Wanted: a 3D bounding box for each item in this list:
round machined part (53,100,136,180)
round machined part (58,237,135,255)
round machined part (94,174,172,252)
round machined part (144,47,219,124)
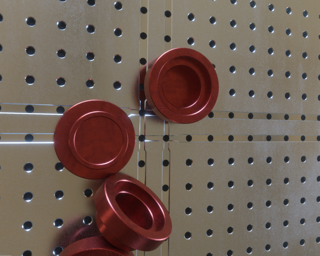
[{"bbox_3d":[-0.077,0.014,0.376,0.099,0.042,0.097,0,90,-20],"label":"round machined part"},{"bbox_3d":[-0.076,0.169,0.366,0.099,0.042,0.097,-3,108,-8],"label":"round machined part"},{"bbox_3d":[-0.037,0.105,0.368,0.098,0.098,0.042,35,107,-17],"label":"round machined part"},{"bbox_3d":[0.025,-0.054,0.414,0.099,0.042,0.097,0,90,-21],"label":"round machined part"}]
